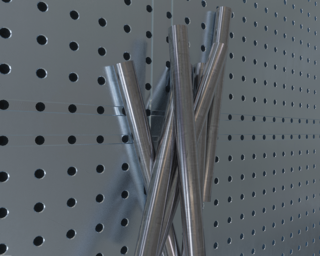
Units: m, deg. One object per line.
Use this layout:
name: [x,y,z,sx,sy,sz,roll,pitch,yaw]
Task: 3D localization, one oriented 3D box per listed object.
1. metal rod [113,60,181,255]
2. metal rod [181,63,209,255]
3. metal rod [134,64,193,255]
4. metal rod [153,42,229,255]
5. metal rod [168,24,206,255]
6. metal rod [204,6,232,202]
metal rod: [-0.010,0.064,0.399,0.025,0.025,0.298,-22,104,-38]
metal rod: [0.050,0.054,0.432,0.025,0.025,0.299,14,76,-39]
metal rod: [0.005,0.047,0.377,0.025,0.025,0.300,31,60,-36]
metal rod: [0.037,0.020,0.404,0.025,0.025,0.300,32,70,-35]
metal rod: [0.032,0.023,0.373,0.025,0.025,0.299,2,81,-40]
metal rod: [0.082,-0.040,0.476,0.025,0.025,0.299,13,82,-39]
